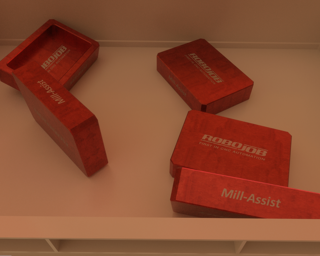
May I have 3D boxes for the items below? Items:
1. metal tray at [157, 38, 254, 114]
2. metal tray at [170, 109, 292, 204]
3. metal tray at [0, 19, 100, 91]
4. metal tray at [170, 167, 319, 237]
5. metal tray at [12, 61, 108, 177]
[{"bbox_3d":[0.064,-0.080,0.470,0.091,0.030,0.130,-24,54,-19],"label":"metal tray"},{"bbox_3d":[0.086,0.032,0.376,0.131,0.030,0.090,14,51,11],"label":"metal tray"},{"bbox_3d":[-0.163,-0.102,0.467,0.090,0.030,0.130,28,54,0],"label":"metal tray"},{"bbox_3d":[0.078,0.074,0.298,0.131,0.090,0.030,10,70,8],"label":"metal tray"},{"bbox_3d":[-0.118,-0.011,0.370,0.030,0.089,0.130,-37,59,-26],"label":"metal tray"}]
